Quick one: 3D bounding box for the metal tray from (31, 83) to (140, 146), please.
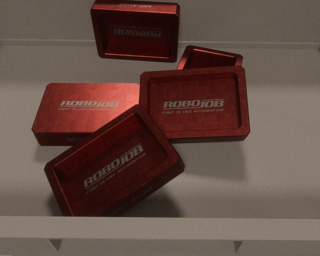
[{"bbox_3d":[-0.093,-0.020,0.417,0.131,0.030,0.090,0,50,0],"label":"metal tray"}]

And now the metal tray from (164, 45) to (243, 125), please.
[{"bbox_3d":[0.067,-0.067,0.458,0.090,0.030,0.130,14,51,11],"label":"metal tray"}]

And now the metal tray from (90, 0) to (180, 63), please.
[{"bbox_3d":[-0.036,-0.152,0.489,0.131,0.089,0.030,4,50,3],"label":"metal tray"}]

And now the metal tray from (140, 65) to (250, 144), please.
[{"bbox_3d":[0.042,-0.028,0.391,0.131,0.030,0.090,-3,75,7],"label":"metal tray"}]

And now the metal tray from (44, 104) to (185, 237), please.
[{"bbox_3d":[-0.051,0.043,0.338,0.130,0.030,0.090,-34,58,-4],"label":"metal tray"}]
